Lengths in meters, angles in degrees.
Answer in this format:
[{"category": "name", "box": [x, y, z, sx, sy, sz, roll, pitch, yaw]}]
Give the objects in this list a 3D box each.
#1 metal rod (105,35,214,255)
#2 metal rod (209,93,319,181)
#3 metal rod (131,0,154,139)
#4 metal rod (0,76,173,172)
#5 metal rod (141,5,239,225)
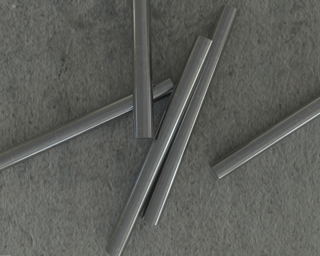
[{"category": "metal rod", "box": [-0.002, 0.026, 0.399, 0.025, 0.025, 0.298, 23, 94, -1]}, {"category": "metal rod", "box": [0.199, -0.022, 0.412, 0.301, 0.025, 0.025, -33, 90, -1]}, {"category": "metal rod", "box": [-0.024, -0.136, 0.393, 0.025, 0.025, 0.298, -2, 84, -1]}, {"category": "metal rod", "box": [-0.121, 0.005, 0.408, 0.301, 0.025, 0.025, -24, 90, -1]}, {"category": "metal rod", "box": [0.040, -0.017, 0.410, 0.025, 0.025, 0.299, 21, 90, -1]}]
